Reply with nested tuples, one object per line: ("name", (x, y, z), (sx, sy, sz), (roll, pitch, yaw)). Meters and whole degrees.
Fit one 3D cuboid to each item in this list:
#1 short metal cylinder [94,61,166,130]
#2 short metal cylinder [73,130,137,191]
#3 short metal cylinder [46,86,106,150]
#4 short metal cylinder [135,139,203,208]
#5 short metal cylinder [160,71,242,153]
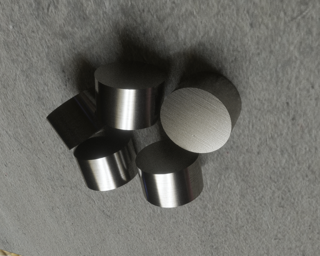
("short metal cylinder", (-0.035, -0.040, 0.363), (0.080, 0.080, 0.050), (17, 125, 18))
("short metal cylinder", (-0.074, 0.043, 0.435), (0.080, 0.080, 0.050), (1, 119, 27))
("short metal cylinder", (-0.101, -0.013, 0.411), (0.080, 0.080, 0.050), (-30, 96, 37))
("short metal cylinder", (0.013, 0.056, 0.398), (0.080, 0.080, 0.050), (3, 120, 26))
("short metal cylinder", (0.047, -0.018, 0.353), (0.080, 0.050, 0.079), (13, 124, 20))
